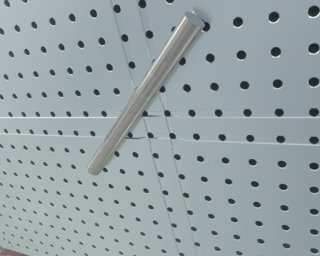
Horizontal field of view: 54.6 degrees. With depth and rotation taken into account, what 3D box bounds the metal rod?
[{"bbox_3d":[-0.036,-0.023,0.416,0.025,0.025,0.298,40,129,1],"label":"metal rod"}]
